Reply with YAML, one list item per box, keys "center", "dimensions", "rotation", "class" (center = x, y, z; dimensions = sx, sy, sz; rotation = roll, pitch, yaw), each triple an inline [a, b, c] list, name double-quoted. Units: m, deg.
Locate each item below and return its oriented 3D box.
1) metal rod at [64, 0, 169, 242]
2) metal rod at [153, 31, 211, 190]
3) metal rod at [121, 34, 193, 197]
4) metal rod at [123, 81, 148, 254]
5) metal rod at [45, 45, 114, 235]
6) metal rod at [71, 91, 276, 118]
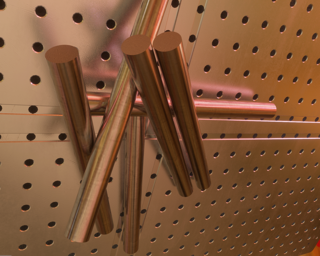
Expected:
- center: [-0.035, -0.035, 0.308]
  dimensions: [0.025, 0.025, 0.299]
  rotation: [19, 89, -35]
  class: "metal rod"
- center: [0.038, 0.008, 0.384]
  dimensions: [0.025, 0.025, 0.299]
  rotation: [-32, 145, -7]
  class: "metal rod"
- center: [0.010, 0.015, 0.374]
  dimensions: [0.025, 0.025, 0.299]
  rotation: [-31, 144, -8]
  class: "metal rod"
- center: [-0.037, 0.066, 0.430]
  dimensions: [0.025, 0.025, 0.298]
  rotation: [-9, 123, -23]
  class: "metal rod"
- center: [-0.078, 0.044, 0.348]
  dimensions: [0.025, 0.025, 0.298]
  rotation: [-19, 140, -18]
  class: "metal rod"
- center: [0.037, -0.026, 0.386]
  dimensions: [0.302, 0.025, 0.025]
  rotation: [0, 119, -32]
  class: "metal rod"
